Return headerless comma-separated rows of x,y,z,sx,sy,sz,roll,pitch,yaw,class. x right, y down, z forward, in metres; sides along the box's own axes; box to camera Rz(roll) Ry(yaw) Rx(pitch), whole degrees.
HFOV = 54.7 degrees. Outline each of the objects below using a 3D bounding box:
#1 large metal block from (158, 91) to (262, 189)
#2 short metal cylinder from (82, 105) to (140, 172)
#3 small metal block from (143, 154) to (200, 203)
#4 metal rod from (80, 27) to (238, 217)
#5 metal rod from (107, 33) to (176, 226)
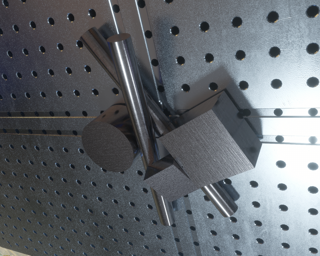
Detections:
0.060,0.016,0.368,0.080,0.050,0.080,-30,102,38,large metal block
-0.060,0.014,0.431,0.080,0.050,0.079,13,124,20,short metal cylinder
0.016,0.063,0.396,0.050,0.025,0.050,-33,115,30,small metal block
0.004,-0.001,0.403,0.025,0.025,0.300,-32,102,38,metal rod
-0.015,0.026,0.405,0.025,0.025,0.298,6,129,25,metal rod
